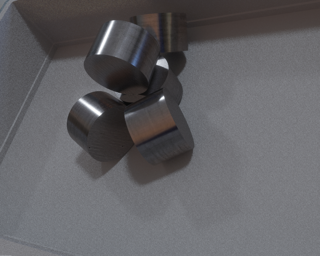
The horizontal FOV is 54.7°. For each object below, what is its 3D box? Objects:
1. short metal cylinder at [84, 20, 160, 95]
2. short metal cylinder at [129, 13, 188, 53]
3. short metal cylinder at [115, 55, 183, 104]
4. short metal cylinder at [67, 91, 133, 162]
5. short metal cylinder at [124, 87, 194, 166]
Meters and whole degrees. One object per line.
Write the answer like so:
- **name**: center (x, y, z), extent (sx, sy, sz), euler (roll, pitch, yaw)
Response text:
- **short metal cylinder**: center (-0.045, -0.083, 0.379), extent (0.080, 0.080, 0.050), euler (3, 64, 30)
- **short metal cylinder**: center (-0.001, -0.133, 0.443), extent (0.080, 0.080, 0.050), euler (4, 106, 30)
- **short metal cylinder**: center (-0.015, -0.056, 0.429), extent (0.080, 0.050, 0.080), euler (-13, 56, 21)
- **short metal cylinder**: center (-0.074, -0.002, 0.408), extent (0.050, 0.080, 0.080), euler (33, 80, 38)
- **short metal cylinder**: center (0.001, -0.002, 0.369), extent (0.050, 0.080, 0.080), euler (-26, 53, 13)
